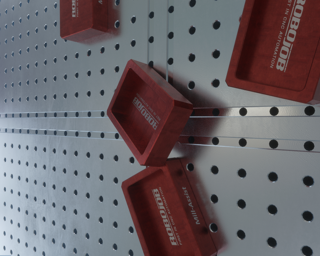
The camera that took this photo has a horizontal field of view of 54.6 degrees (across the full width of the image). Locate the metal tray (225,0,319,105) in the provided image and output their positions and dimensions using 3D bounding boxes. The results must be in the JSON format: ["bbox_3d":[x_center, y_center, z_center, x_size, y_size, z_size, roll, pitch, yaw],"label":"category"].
[{"bbox_3d":[0.124,-0.095,0.303,0.090,0.030,0.129,21,103,38],"label":"metal tray"}]

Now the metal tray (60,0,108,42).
[{"bbox_3d":[-0.128,-0.218,0.514,0.090,0.030,0.129,-1,89,40],"label":"metal tray"}]

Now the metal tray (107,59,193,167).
[{"bbox_3d":[-0.020,-0.023,0.401,0.130,0.030,0.089,49,120,46],"label":"metal tray"}]

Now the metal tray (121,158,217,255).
[{"bbox_3d":[0.007,0.114,0.401,0.090,0.030,0.130,-34,69,35],"label":"metal tray"}]
